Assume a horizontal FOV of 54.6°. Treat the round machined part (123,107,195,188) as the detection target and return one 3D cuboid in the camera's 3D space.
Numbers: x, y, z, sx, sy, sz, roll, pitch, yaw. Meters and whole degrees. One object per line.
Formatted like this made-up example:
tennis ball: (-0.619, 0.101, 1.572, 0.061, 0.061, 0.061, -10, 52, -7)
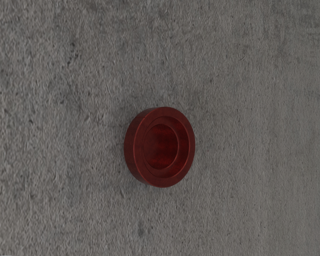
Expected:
round machined part: (-0.005, 0.023, 0.389, 0.099, 0.042, 0.097, 0, 90, -40)
